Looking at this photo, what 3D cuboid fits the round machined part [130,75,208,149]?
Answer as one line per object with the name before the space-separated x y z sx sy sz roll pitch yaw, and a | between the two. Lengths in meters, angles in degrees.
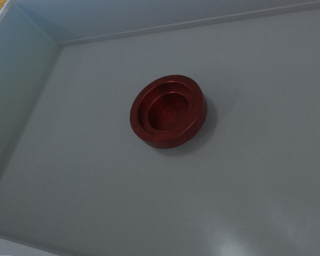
round machined part | 0.014 -0.017 0.398 0.098 0.042 0.098 -13 56 21
